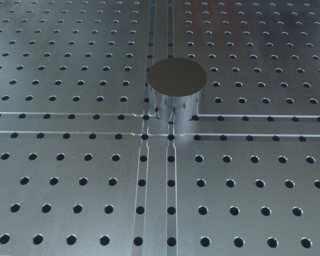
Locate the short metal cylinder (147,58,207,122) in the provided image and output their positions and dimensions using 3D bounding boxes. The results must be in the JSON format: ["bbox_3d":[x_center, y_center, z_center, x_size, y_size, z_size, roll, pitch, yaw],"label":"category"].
[{"bbox_3d":[0.023,-0.054,0.437,0.080,0.050,0.080,0,50,0],"label":"short metal cylinder"}]
